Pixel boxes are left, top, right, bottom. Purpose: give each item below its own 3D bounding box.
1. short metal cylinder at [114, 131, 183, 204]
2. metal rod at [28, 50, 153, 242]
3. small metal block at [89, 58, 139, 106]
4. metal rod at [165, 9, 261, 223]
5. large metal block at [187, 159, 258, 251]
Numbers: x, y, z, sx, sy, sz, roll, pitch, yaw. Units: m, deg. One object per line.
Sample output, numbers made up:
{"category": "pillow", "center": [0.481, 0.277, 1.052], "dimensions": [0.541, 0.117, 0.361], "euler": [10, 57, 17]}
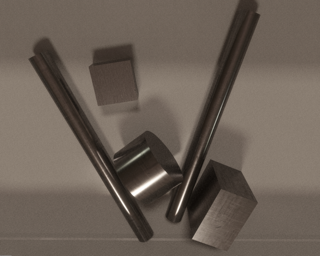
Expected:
{"category": "short metal cylinder", "center": [-0.014, 0.050, 0.400], "dimensions": [0.050, 0.080, 0.080], "euler": [-36, 107, 12]}
{"category": "metal rod", "center": [-0.085, 0.037, 0.423], "dimensions": [0.025, 0.025, 0.299], "euler": [-24, 109, 8]}
{"category": "small metal block", "center": [-0.057, -0.058, 0.389], "dimensions": [0.050, 0.025, 0.050], "euler": [-9, 110, 2]}
{"category": "metal rod", "center": [0.063, -0.002, 0.411], "dimensions": [0.025, 0.025, 0.298], "euler": [16, 109, -6]}
{"category": "large metal block", "center": [0.079, 0.102, 0.421], "dimensions": [0.050, 0.080, 0.079], "euler": [22, 108, -8]}
